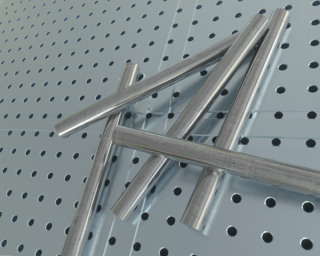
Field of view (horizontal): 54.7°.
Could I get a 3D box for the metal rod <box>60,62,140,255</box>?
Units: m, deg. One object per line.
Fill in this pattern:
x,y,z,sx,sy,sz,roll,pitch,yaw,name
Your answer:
-0.076,0.036,0.424,0.025,0.025,0.300,0,61,28,metal rod

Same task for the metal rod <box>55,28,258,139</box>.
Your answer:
-0.004,-0.062,0.425,0.301,0.025,0.025,-26,52,2,metal rod

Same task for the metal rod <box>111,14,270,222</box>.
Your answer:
0.041,-0.016,0.381,0.025,0.025,0.300,33,84,38,metal rod

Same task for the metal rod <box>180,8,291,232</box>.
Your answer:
0.097,-0.023,0.370,0.025,0.025,0.300,15,69,34,metal rod

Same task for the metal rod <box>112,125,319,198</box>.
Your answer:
0.084,0.038,0.313,0.301,0.025,0.025,12,68,23,metal rod
